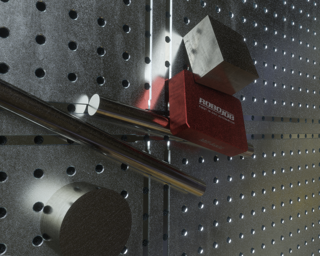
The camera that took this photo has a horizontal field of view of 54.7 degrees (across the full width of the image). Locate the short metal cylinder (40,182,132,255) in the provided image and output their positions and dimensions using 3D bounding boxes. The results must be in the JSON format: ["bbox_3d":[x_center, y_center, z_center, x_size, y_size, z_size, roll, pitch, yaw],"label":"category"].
[{"bbox_3d":[-0.077,0.100,0.328,0.081,0.050,0.079,0,90,-40],"label":"short metal cylinder"}]

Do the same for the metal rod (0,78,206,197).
[{"bbox_3d":[-0.047,0.027,0.369,0.301,0.025,0.025,30,71,-36],"label":"metal rod"}]

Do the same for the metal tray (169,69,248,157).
[{"bbox_3d":[0.071,-0.018,0.443,0.131,0.030,0.090,21,55,-37],"label":"metal tray"}]

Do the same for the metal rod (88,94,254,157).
[{"bbox_3d":[0.039,0.006,0.441,0.302,0.025,0.025,16,80,-39],"label":"metal rod"}]

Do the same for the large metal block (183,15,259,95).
[{"bbox_3d":[0.087,-0.102,0.445,0.081,0.050,0.080,12,55,-39],"label":"large metal block"}]
